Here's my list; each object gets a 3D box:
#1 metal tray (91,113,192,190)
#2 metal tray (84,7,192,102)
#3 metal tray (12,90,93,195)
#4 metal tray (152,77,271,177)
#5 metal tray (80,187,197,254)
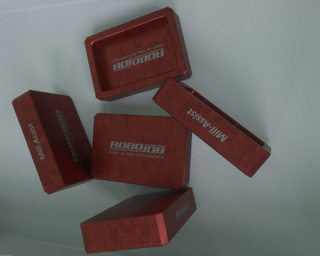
[{"bbox_3d":[-0.026,0.028,0.413,0.130,0.030,0.089,4,91,19],"label":"metal tray"},{"bbox_3d":[-0.031,-0.095,0.416,0.130,0.030,0.090,-14,85,19],"label":"metal tray"},{"bbox_3d":[-0.136,0.017,0.420,0.030,0.090,0.129,-26,82,17],"label":"metal tray"},{"bbox_3d":[0.062,-0.004,0.351,0.130,0.090,0.030,40,103,15],"label":"metal tray"},{"bbox_3d":[-0.017,0.101,0.357,0.090,0.130,0.030,-13,86,19],"label":"metal tray"}]
